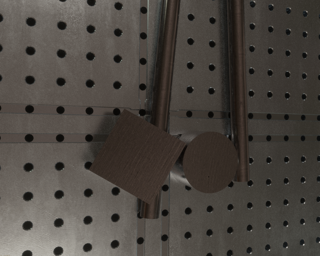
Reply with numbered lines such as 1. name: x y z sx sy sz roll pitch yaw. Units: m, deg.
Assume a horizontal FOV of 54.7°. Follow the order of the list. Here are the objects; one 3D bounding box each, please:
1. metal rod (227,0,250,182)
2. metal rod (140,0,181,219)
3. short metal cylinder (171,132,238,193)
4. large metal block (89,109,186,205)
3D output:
1. metal rod: 0.115 -0.071 0.456 0.025 0.025 0.298 -2 91 -20
2. metal rod: 0.001 -0.032 0.413 0.025 0.025 0.298 7 88 -20
3. short metal cylinder: 0.058 0.044 0.422 0.081 0.050 0.079 0 90 -20
4. large metal block: -0.025 0.033 0.373 0.080 0.050 0.080 30 88 1
